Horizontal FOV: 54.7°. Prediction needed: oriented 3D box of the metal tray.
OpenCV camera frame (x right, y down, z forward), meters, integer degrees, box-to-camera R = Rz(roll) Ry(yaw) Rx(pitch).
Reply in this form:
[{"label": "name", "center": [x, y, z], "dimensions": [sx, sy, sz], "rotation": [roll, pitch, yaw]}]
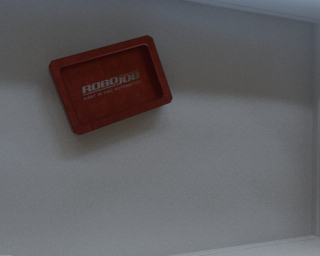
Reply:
[{"label": "metal tray", "center": [-0.059, -0.054, 0.386], "dimensions": [0.131, 0.030, 0.090], "rotation": [-21, 97, -19]}]
